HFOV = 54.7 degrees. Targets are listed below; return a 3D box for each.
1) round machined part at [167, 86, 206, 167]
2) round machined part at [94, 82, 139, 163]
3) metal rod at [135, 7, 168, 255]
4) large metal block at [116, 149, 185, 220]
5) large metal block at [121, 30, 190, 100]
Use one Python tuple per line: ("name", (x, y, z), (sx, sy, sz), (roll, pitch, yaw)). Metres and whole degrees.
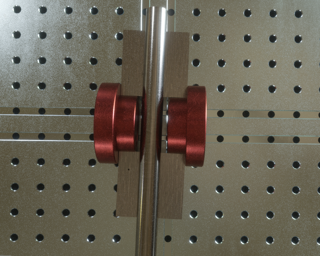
("round machined part", (0.032, -0.002, 0.377), (0.042, 0.098, 0.097), (2, 90, 5))
("round machined part", (-0.049, -0.006, 0.376), (0.042, 0.098, 0.097), (2, 90, 0))
("metal rod", (-0.010, 0.011, 0.363), (0.025, 0.025, 0.298), (3, 90, 0))
("large metal block", (-0.011, 0.069, 0.400), (0.081, 0.050, 0.080), (3, 90, 0))
("large metal block", (-0.006, -0.078, 0.400), (0.081, 0.050, 0.079), (2, 90, 0))
